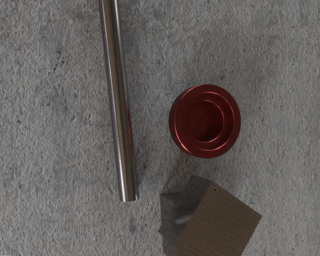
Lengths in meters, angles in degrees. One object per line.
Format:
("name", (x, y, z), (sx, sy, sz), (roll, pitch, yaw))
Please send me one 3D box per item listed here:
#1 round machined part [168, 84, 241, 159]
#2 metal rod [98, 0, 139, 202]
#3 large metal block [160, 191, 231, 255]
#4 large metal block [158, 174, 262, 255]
("round machined part", (0.057, -0.009, 0.422), (0.099, 0.042, 0.097), (0, 90, -21))
("metal rod", (-0.054, -0.058, 0.389), (0.025, 0.025, 0.298), (-7, 92, -20))
("large metal block", (0.048, 0.128, 0.415), (0.081, 0.050, 0.079), (-4, 91, -20))
("large metal block", (0.059, 0.113, 0.366), (0.080, 0.050, 0.080), (36, 78, -17))
